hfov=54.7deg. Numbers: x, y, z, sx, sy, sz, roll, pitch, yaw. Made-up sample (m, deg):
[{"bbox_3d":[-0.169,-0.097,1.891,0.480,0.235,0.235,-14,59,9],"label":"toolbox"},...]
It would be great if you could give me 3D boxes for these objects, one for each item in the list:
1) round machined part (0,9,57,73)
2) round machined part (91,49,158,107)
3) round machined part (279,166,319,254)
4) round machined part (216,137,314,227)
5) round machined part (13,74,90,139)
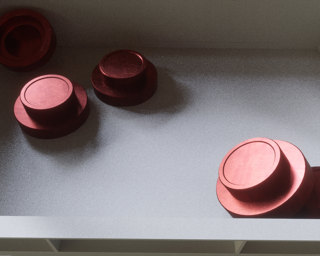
[{"bbox_3d":[-0.211,-0.132,0.486,0.099,0.042,0.098,0,77,1],"label":"round machined part"},{"bbox_3d":[-0.053,-0.080,0.461,0.099,0.042,0.098,0,50,0],"label":"round machined part"},{"bbox_3d":[0.171,0.077,0.316,0.099,0.042,0.098,2,35,-1],"label":"round machined part"},{"bbox_3d":[0.101,0.048,0.322,0.098,0.042,0.098,-31,28,19],"label":"round machined part"},{"bbox_3d":[-0.149,-0.035,0.422,0.099,0.042,0.098,0,50,0],"label":"round machined part"}]
